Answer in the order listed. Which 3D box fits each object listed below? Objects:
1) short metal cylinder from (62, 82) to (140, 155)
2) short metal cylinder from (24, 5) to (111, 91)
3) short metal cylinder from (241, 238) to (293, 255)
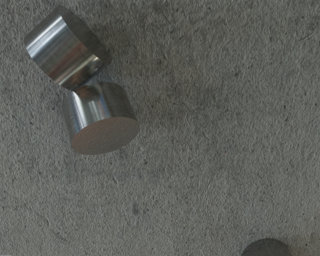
[{"bbox_3d":[-0.071,-0.010,0.370,0.081,0.050,0.080,-18,153,-10],"label":"short metal cylinder"},{"bbox_3d":[-0.101,-0.088,0.347,0.050,0.080,0.080,-37,106,12],"label":"short metal cylinder"},{"bbox_3d":[0.171,0.220,0.479,0.081,0.050,0.079,0,110,0],"label":"short metal cylinder"}]
